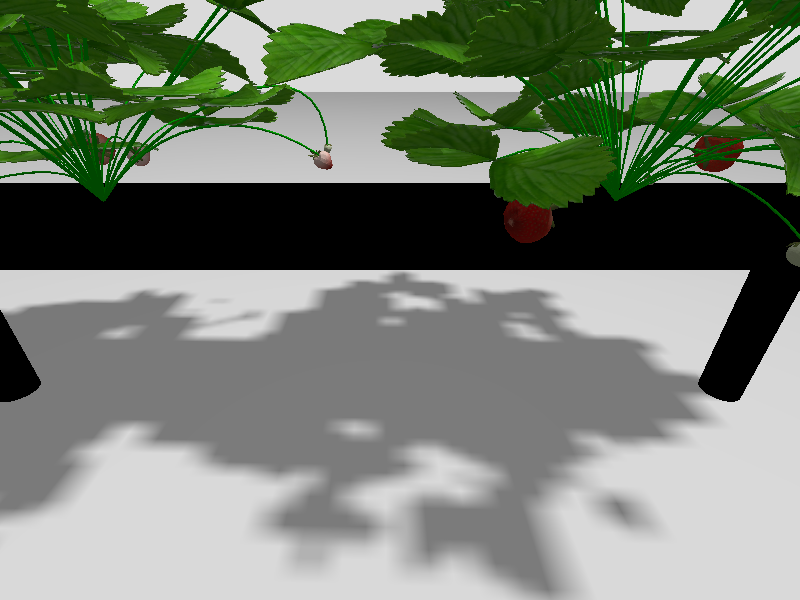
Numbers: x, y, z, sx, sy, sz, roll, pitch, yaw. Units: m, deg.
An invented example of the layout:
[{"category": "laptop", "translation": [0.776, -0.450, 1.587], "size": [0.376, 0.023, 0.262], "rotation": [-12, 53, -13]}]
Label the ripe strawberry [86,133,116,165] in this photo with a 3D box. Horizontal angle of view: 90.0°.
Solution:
[{"category": "ripe strawberry", "translation": [-0.367, -0.185, 0.488], "size": [0.032, 0.037, 0.035], "rotation": [-17, 33, -28]}]

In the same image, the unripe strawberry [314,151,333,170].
[{"category": "unripe strawberry", "translation": [-0.088, -0.161, 0.464], "size": [0.023, 0.020, 0.023], "rotation": [32, 0, 44]}]

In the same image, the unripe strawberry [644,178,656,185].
[{"category": "unripe strawberry", "translation": [0.254, -0.121, 0.408], "size": [0.011, 0.010, 0.010], "rotation": [26, -20, 38]}]

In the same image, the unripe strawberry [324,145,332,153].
[{"category": "unripe strawberry", "translation": [-0.093, -0.195, 0.517], "size": [0.010, 0.011, 0.011], "rotation": [22, 36, 34]}]

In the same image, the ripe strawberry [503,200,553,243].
[{"category": "ripe strawberry", "translation": [0.079, -0.053, 0.254], "size": [0.033, 0.035, 0.031], "rotation": [-25, 38, -36]}]

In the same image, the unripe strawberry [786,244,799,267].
[{"category": "unripe strawberry", "translation": [0.231, -0.026, 0.230], "size": [0.013, 0.014, 0.013], "rotation": [-8, 12, -14]}]

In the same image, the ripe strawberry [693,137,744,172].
[{"category": "ripe strawberry", "translation": [0.367, -0.172, 0.460], "size": [0.049, 0.047, 0.045], "rotation": [-20, 35, -32]}]

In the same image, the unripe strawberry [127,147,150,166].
[{"category": "unripe strawberry", "translation": [-0.318, -0.176, 0.488], "size": [0.024, 0.026, 0.027], "rotation": [-10, 16, -17]}]
